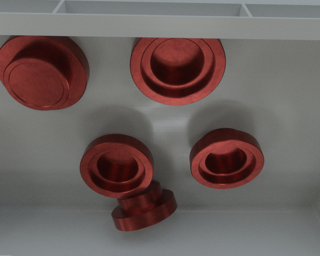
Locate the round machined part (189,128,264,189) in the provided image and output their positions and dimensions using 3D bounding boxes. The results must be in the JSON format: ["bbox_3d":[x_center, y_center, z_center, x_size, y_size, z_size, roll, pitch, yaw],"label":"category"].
[{"bbox_3d":[0.090,0.038,0.432,0.099,0.042,0.097,-1,130,0],"label":"round machined part"}]

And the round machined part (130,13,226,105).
[{"bbox_3d":[0.018,-0.076,0.334,0.099,0.042,0.097,-1,130,0],"label":"round machined part"}]

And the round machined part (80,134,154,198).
[{"bbox_3d":[-0.058,0.048,0.432,0.099,0.042,0.097,0,122,1],"label":"round machined part"}]

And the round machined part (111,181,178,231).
[{"bbox_3d":[-0.027,0.112,0.468,0.098,0.098,0.042,-17,95,13],"label":"round machined part"}]

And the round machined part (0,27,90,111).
[{"bbox_3d":[-0.132,-0.058,0.347,0.099,0.042,0.097,-1,130,0],"label":"round machined part"}]
